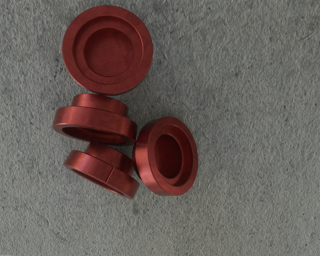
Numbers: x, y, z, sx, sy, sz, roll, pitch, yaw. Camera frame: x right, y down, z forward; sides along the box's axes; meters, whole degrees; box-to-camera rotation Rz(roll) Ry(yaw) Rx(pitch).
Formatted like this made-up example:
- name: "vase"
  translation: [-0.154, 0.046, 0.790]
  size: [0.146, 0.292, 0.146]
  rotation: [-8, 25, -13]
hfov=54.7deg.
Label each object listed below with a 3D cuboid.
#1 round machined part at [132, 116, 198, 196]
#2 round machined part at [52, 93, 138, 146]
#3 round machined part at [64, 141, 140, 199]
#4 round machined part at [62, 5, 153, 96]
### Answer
- name: "round machined part"
  translation: [0.003, 0.037, 0.393]
  size: [0.042, 0.098, 0.098]
  rotation: [-13, 114, 40]
- name: "round machined part"
  translation: [-0.075, -0.010, 0.377]
  size: [0.099, 0.098, 0.042]
  rotation: [10, 75, -4]
- name: "round machined part"
  translation: [-0.069, 0.051, 0.399]
  size: [0.098, 0.098, 0.042]
  rotation: [30, 72, -11]
- name: "round machined part"
  translation: [-0.058, -0.085, 0.358]
  size: [0.099, 0.042, 0.097]
  rotation: [0, 90, -3]
